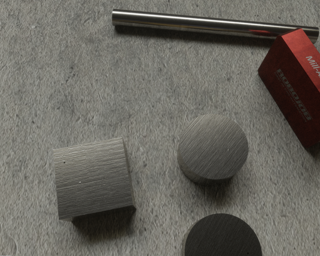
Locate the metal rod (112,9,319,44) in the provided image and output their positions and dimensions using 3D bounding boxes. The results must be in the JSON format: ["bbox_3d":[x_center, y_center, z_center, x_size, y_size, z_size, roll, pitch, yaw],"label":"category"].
[{"bbox_3d":[0.080,-0.152,0.464,0.302,0.025,0.025,6,70,2],"label":"metal rod"}]

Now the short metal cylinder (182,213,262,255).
[{"bbox_3d":[0.066,0.138,0.345,0.081,0.050,0.080,0,70,0],"label":"short metal cylinder"}]

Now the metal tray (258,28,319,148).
[{"bbox_3d":[0.181,-0.048,0.392,0.030,0.090,0.130,-22,72,-8],"label":"metal tray"}]

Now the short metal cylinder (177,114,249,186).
[{"bbox_3d":[0.063,0.029,0.385,0.081,0.050,0.080,0,70,0],"label":"short metal cylinder"}]

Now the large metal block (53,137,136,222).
[{"bbox_3d":[-0.076,0.063,0.371,0.081,0.050,0.080,-10,70,-4],"label":"large metal block"}]
